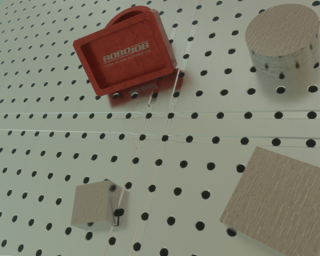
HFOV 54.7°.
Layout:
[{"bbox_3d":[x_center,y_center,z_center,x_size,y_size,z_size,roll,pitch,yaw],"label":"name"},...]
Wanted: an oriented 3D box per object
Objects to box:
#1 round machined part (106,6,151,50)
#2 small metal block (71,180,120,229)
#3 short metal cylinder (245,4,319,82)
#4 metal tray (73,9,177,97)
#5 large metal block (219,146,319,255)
[{"bbox_3d":[-0.044,-0.150,0.511,0.098,0.042,0.098,-13,56,21],"label":"round machined part"},{"bbox_3d":[-0.080,0.097,0.389,0.050,0.025,0.050,-13,56,20],"label":"small metal block"},{"bbox_3d":[0.149,-0.103,0.376,0.080,0.050,0.080,-13,56,20],"label":"short metal cylinder"},{"bbox_3d":[-0.051,-0.108,0.457,0.130,0.090,0.030,-15,21,19],"label":"metal tray"},{"bbox_3d":[0.115,0.074,0.287,0.080,0.050,0.080,21,72,35],"label":"large metal block"}]
